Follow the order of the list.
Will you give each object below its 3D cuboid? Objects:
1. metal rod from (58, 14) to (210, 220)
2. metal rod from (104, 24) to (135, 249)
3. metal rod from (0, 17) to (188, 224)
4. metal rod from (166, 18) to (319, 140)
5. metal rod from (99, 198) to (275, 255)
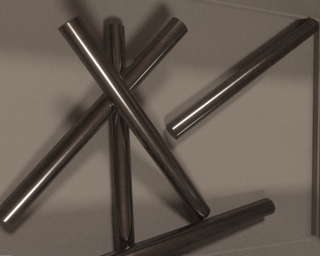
[{"bbox_3d":[-0.015,0.008,0.367,0.025,0.025,0.299,-42,118,-15],"label":"metal rod"},{"bbox_3d":[-0.050,0.021,0.392,0.025,0.025,0.298,-3,91,-20],"label":"metal rod"},{"bbox_3d":[-0.075,-0.013,0.362,0.025,0.025,0.300,43,84,-16],"label":"metal rod"},{"bbox_3d":[0.132,-0.080,0.460,0.301,0.025,0.025,-37,102,-17],"label":"metal rod"},{"bbox_3d":[0.034,0.142,0.406,0.303,0.025,0.025,-10,94,-27],"label":"metal rod"}]
